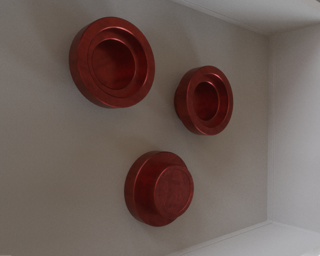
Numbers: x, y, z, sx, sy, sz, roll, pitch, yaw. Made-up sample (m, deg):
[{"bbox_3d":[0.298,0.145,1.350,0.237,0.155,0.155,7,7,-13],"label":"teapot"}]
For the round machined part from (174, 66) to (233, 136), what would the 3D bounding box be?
[{"bbox_3d":[0.059,-0.038,0.447,0.099,0.042,0.097,0,90,-40],"label":"round machined part"}]

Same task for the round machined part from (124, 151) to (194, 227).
[{"bbox_3d":[0.006,0.080,0.403,0.099,0.042,0.097,0,90,-40],"label":"round machined part"}]

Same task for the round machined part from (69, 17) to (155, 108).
[{"bbox_3d":[-0.057,-0.071,0.349,0.099,0.042,0.097,0,90,-40],"label":"round machined part"}]
